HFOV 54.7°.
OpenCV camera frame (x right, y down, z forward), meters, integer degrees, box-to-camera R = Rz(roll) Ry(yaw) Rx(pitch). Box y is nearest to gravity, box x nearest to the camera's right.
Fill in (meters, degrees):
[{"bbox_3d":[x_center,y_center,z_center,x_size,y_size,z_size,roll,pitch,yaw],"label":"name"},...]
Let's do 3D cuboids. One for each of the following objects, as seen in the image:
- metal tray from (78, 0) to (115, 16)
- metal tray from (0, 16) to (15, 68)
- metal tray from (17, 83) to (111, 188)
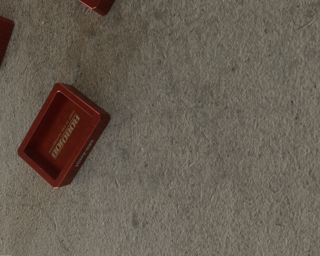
[{"bbox_3d":[-0.110,-0.234,0.445,0.130,0.030,0.090,37,102,16],"label":"metal tray"},{"bbox_3d":[-0.314,-0.158,0.517,0.130,0.030,0.090,25,98,18],"label":"metal tray"},{"bbox_3d":[-0.143,0.011,0.456,0.090,0.030,0.129,37,102,16],"label":"metal tray"}]
